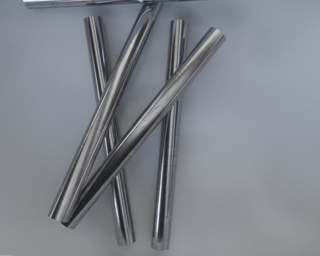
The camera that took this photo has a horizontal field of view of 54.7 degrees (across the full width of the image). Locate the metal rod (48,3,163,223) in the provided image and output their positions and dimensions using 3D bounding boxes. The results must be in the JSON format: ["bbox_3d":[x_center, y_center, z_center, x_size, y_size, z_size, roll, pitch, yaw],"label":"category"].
[{"bbox_3d":[-0.063,-0.032,0.386,0.025,0.025,0.299,22,80,0],"label":"metal rod"}]

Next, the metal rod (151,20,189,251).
[{"bbox_3d":[0.013,0.009,0.411,0.025,0.025,0.298,5,90,0],"label":"metal rod"}]

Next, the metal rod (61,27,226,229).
[{"bbox_3d":[-0.022,0.000,0.384,0.025,0.025,0.300,39,90,0],"label":"metal rod"}]

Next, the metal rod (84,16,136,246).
[{"bbox_3d":[-0.066,0.004,0.410,0.025,0.025,0.298,-9,90,0],"label":"metal rod"}]

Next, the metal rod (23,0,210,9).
[{"bbox_3d":[-0.026,-0.169,0.387,0.301,0.025,0.025,1,90,9],"label":"metal rod"}]
